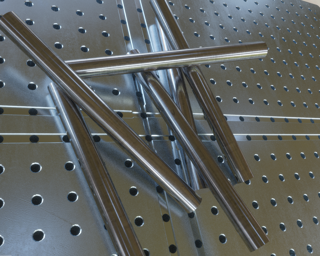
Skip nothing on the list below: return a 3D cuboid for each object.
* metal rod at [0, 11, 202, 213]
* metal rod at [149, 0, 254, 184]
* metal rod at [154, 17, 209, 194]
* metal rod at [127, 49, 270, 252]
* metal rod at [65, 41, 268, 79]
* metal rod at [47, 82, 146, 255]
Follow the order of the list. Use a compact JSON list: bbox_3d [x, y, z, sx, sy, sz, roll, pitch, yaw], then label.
[{"bbox_3d":[-0.064,-0.013,0.357,0.300,0.025,0.025,45,51,-6],"label":"metal rod"},{"bbox_3d":[0.057,-0.062,0.452,0.025,0.025,0.299,-18,79,-35],"label":"metal rod"},{"bbox_3d":[0.027,-0.052,0.454,0.025,0.025,0.299,4,60,-26],"label":"metal rod"},{"bbox_3d":[0.034,0.011,0.392,0.025,0.025,0.299,-16,62,-34],"label":"metal rod"},{"bbox_3d":[0.010,-0.092,0.421,0.302,0.025,0.025,-10,66,-16],"label":"metal rod"},{"bbox_3d":[-0.056,0.076,0.331,0.025,0.025,0.299,-16,70,-34],"label":"metal rod"}]
